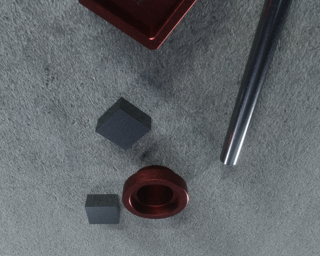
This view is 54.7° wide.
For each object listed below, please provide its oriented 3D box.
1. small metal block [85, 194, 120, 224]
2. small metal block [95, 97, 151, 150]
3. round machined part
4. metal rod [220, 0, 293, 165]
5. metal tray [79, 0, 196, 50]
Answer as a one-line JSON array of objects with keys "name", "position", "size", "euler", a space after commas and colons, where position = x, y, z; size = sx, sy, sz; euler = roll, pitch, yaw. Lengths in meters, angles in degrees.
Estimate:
[{"name": "small metal block", "position": [-0.096, 0.137, 0.523], "size": [0.050, 0.025, 0.050], "euler": [-1, 130, 0]}, {"name": "small metal block", "position": [-0.047, -0.005, 0.403], "size": [0.050, 0.025, 0.050], "euler": [35, 122, -27]}, {"name": "round machined part", "position": [-0.007, 0.095, 0.477], "size": [0.099, 0.042, 0.097], "euler": [-1, 130, 0]}, {"name": "metal rod", "position": [0.110, -0.068, 0.350], "size": [0.025, 0.025, 0.298], "euler": [3, 130, -3]}, {"name": "metal tray", "position": [-0.003, -0.146, 0.279], "size": [0.090, 0.030, 0.129], "euler": [29, 124, -23]}]
